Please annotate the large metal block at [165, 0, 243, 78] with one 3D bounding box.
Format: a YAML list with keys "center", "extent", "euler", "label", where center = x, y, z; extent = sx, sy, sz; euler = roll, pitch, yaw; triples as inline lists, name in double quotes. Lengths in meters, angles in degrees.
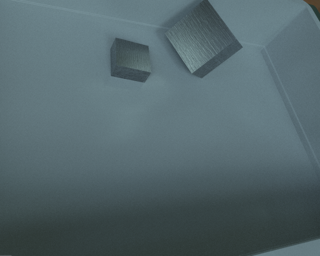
- center: [0.069, -0.137, 0.484]
  extent: [0.080, 0.080, 0.050]
  euler: [59, 21, 13]
  label: "large metal block"

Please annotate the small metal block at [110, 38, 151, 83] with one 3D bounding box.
- center: [-0.043, -0.096, 0.443]
  extent: [0.050, 0.025, 0.050]
  euler: [8, 58, -25]
  label: "small metal block"

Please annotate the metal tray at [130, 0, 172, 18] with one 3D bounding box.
- center: [-0.035, -0.261, 0.546]
  extent: [0.131, 0.030, 0.090]
  euler: [28, 52, -11]
  label: "metal tray"
